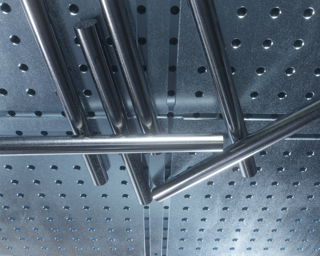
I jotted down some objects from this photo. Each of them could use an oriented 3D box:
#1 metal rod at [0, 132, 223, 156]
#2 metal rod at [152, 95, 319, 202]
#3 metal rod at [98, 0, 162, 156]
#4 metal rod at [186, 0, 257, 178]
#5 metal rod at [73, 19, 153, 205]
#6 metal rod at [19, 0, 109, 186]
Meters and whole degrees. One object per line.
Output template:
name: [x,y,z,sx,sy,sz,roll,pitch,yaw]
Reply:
metal rod: [-0.073,0.021,0.393,0.302,0.025,0.025,-1,130,1]
metal rod: [0.092,0.038,0.414,0.025,0.025,0.299,33,132,-25]
metal rod: [-0.036,-0.082,0.341,0.025,0.025,0.299,-9,130,8]
metal rod: [0.081,-0.041,0.376,0.025,0.025,0.299,-16,129,13]
metal rod: [-0.051,0.005,0.414,0.025,0.025,0.299,-8,130,6]
metal rod: [-0.109,-0.033,0.382,0.025,0.025,0.299,-5,130,4]
